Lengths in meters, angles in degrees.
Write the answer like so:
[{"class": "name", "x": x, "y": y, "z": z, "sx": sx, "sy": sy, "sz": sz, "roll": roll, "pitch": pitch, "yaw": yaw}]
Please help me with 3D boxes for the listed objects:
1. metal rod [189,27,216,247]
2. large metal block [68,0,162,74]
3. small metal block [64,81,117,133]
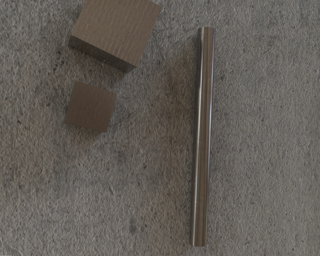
[{"class": "metal rod", "x": 0.059, "y": 0.011, "z": 0.432, "sx": 0.025, "sy": 0.025, "sz": 0.298, "roll": 3, "pitch": 89, "yaw": -20}, {"class": "large metal block", "x": -0.056, "y": -0.123, "z": 0.376, "sx": 0.080, "sy": 0.050, "sz": 0.080, "roll": 23, "pitch": 82, "yaw": -19}, {"class": "small metal block", "x": -0.086, "y": -0.025, "z": 0.378, "sx": 0.050, "sy": 0.025, "sz": 0.050, "roll": 16, "pitch": 85, "yaw": -20}]
